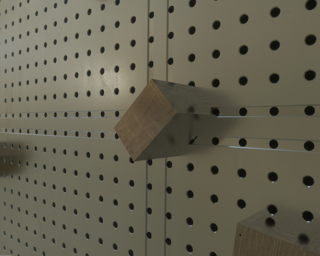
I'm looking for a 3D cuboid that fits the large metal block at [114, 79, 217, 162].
[{"bbox_3d":[0.007,-0.008,0.369,0.080,0.081,0.050,-49,61,29],"label":"large metal block"}]

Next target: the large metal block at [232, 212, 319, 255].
[{"bbox_3d":[0.117,0.137,0.297,0.080,0.050,0.080,12,97,39],"label":"large metal block"}]
